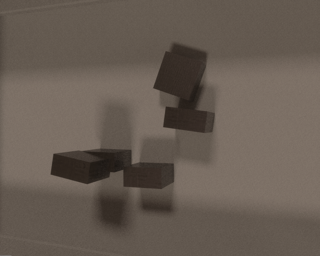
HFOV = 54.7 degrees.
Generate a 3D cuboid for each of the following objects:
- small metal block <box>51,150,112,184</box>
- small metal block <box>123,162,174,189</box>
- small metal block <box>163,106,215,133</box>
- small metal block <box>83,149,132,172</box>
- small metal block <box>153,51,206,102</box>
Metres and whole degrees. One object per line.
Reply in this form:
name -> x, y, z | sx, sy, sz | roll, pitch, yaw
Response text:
small metal block -> -0.094, 0.046, 0.376 | 0.050, 0.050, 0.025 | 10, 94, 19
small metal block -> -0.013, 0.060, 0.401 | 0.050, 0.050, 0.025 | 0, 90, 19
small metal block -> 0.037, -0.010, 0.384 | 0.050, 0.050, 0.025 | 8, 93, 19
small metal block -> -0.073, 0.043, 0.422 | 0.050, 0.050, 0.025 | 1, 91, 19
small metal block -> 0.026, -0.066, 0.401 | 0.050, 0.025, 0.050 | 21, 97, 18
